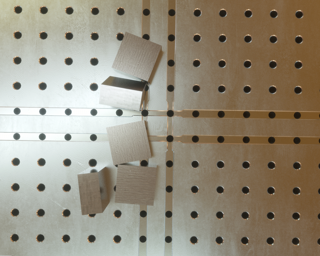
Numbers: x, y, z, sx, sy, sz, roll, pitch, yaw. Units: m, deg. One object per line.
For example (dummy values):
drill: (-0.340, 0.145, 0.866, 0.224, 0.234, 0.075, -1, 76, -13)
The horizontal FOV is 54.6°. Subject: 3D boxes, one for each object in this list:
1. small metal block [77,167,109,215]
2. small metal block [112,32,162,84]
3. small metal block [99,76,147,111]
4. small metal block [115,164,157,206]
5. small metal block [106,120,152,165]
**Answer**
small metal block: (-0.085, 0.079, 0.400, 0.025, 0.050, 0.050, -6, 90, 0)
small metal block: (-0.030, -0.092, 0.413, 0.050, 0.025, 0.050, 21, 90, 0)
small metal block: (-0.046, -0.045, 0.398, 0.050, 0.050, 0.025, 10, 111, 0)
small metal block: (-0.031, 0.074, 0.413, 0.050, 0.025, 0.050, 5, 90, 0)
small metal block: (-0.040, 0.019, 0.413, 0.050, 0.025, 0.050, -11, 90, 0)
